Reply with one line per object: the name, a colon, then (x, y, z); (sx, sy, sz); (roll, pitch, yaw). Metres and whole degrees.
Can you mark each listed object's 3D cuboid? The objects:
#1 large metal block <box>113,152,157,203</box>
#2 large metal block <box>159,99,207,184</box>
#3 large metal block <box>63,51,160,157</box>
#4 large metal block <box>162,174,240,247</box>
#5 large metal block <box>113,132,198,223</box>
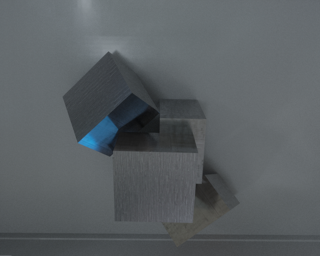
large metal block: (-0.029, 0.059, 0.402); (0.050, 0.080, 0.079); (1, 110, -1)
large metal block: (0.024, 0.014, 0.384); (0.050, 0.080, 0.079); (1, 110, -1)
large metal block: (-0.059, -0.028, 0.362); (0.080, 0.080, 0.050); (-41, 140, 13)
large metal block: (0.053, 0.105, 0.412); (0.080, 0.080, 0.050); (-39, 71, 13)
large metal block: (-0.005, 0.051, 0.329); (0.081, 0.050, 0.079); (2, 110, -1)
